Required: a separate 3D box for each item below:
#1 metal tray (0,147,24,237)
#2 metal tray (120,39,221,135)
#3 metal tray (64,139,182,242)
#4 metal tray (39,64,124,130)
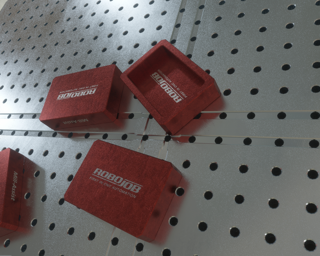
[{"bbox_3d":[-0.260,0.104,0.480,0.090,0.030,0.130,-23,53,14],"label":"metal tray"},{"bbox_3d":[0.010,-0.062,0.438,0.090,0.030,0.130,-40,51,0],"label":"metal tray"},{"bbox_3d":[-0.049,0.073,0.387,0.130,0.030,0.090,14,69,34],"label":"metal tray"},{"bbox_3d":[-0.126,-0.049,0.503,0.130,0.030,0.090,-6,59,25],"label":"metal tray"}]
